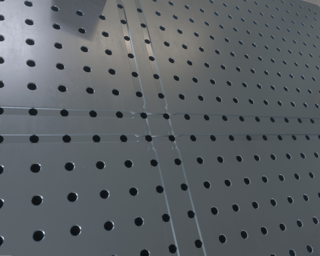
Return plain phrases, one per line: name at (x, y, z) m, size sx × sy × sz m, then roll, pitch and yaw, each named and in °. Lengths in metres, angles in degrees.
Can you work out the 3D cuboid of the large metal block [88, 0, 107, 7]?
large metal block at (-0.108, -0.243, 0.463) m, size 0.081 × 0.080 × 0.050 m, roll 15°, pitch 56°, yaw -20°
